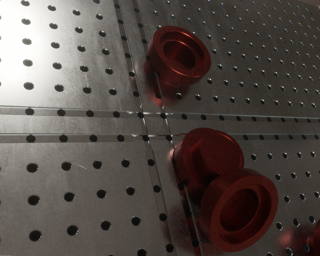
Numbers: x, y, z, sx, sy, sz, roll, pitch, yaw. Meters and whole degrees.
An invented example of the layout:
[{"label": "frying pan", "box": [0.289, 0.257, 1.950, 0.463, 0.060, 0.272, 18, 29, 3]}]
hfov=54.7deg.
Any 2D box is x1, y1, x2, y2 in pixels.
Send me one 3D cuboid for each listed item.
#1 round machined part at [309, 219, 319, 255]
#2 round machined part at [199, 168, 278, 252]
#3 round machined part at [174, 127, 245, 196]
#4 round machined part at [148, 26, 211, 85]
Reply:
[{"label": "round machined part", "box": [0.249, 0.172, 0.429, 0.099, 0.042, 0.098, 14, 56, -21]}, {"label": "round machined part", "box": [0.088, 0.093, 0.368, 0.099, 0.042, 0.097, -8, 110, -24]}, {"label": "round machined part", "box": [0.072, 0.042, 0.413, 0.099, 0.042, 0.098, 14, 56, -21]}, {"label": "round machined part", "box": [0.026, -0.106, 0.478, 0.099, 0.042, 0.098, 14, 56, -21]}]
